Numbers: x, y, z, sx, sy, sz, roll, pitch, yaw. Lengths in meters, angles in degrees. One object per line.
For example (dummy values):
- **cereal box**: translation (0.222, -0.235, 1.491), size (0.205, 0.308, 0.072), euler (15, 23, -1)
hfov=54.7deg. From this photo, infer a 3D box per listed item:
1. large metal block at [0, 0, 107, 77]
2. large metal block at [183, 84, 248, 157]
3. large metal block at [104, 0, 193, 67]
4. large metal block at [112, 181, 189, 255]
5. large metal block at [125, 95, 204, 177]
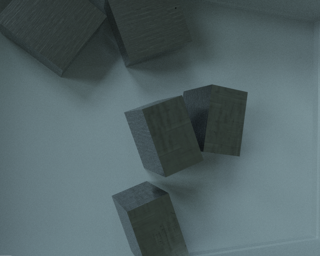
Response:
- **large metal block**: translation (-0.121, -0.117, 0.353), size (0.080, 0.050, 0.080), euler (38, 78, -17)
- **large metal block**: translation (0.065, -0.009, 0.407), size (0.050, 0.080, 0.080), euler (9, 87, -20)
- **large metal block**: translation (-0.016, -0.130, 0.386), size (0.081, 0.050, 0.080), euler (-21, 98, -11)
- **large metal block**: translation (-0.014, 0.118, 0.377), size (0.050, 0.080, 0.080), euler (-20, 97, -19)
- **large metal block**: translation (0.002, 0.008, 0.383), size (0.050, 0.080, 0.080), euler (-21, 98, -19)
